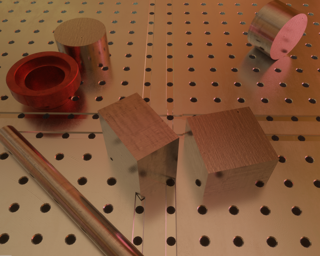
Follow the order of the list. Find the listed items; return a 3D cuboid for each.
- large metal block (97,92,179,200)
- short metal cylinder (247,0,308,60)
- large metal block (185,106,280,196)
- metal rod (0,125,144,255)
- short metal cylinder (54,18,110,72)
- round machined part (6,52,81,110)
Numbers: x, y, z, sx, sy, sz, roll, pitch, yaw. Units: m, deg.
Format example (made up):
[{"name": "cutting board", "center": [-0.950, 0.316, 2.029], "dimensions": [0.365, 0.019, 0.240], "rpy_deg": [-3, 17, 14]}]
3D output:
[{"name": "large metal block", "center": [-0.024, 0.021, 0.354], "dimensions": [0.050, 0.080, 0.080], "rpy_deg": [-28, 56, -22]}, {"name": "short metal cylinder", "center": [0.191, -0.160, 0.507], "dimensions": [0.081, 0.080, 0.050], "rpy_deg": [-28, 56, -22]}, {"name": "large metal block", "center": [0.080, 0.026, 0.370], "dimensions": [0.081, 0.050, 0.080], "rpy_deg": [-10, 51, -9]}, {"name": "metal rod", "center": [-0.089, 0.086, 0.334], "dimensions": [0.300, 0.025, 0.025], "rpy_deg": [35, 58, 26]}, {"name": "short metal cylinder", "center": [-0.125, -0.136, 0.505], "dimensions": [0.080, 0.050, 0.080], "rpy_deg": [0, 50, 0]}, {"name": "round machined part", "center": [-0.164, -0.065, 0.450], "dimensions": [0.099, 0.042, 0.098], "rpy_deg": [0, 50, 0]}]
